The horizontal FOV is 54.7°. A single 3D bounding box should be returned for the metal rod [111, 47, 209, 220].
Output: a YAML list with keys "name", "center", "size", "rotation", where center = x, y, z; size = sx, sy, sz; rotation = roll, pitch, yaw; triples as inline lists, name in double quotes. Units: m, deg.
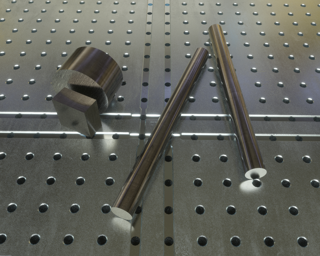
- name: "metal rod"
  center: [0.014, -0.015, 0.420]
  size: [0.025, 0.025, 0.301]
  rotation: [17, 52, 13]

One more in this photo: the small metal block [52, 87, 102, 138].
- name: "small metal block"
  center: [-0.108, -0.020, 0.407]
  size: [0.050, 0.050, 0.025]
  rotation: [22, 54, 17]

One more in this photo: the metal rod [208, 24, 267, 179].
- name: "metal rod"
  center: [0.106, -0.061, 0.460]
  size: [0.025, 0.025, 0.300]
  rotation: [-2, 50, -2]

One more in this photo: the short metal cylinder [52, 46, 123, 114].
- name: "short metal cylinder"
  center: [-0.098, -0.063, 0.424]
  size: [0.080, 0.080, 0.050]
  rotation: [14, 52, 11]
